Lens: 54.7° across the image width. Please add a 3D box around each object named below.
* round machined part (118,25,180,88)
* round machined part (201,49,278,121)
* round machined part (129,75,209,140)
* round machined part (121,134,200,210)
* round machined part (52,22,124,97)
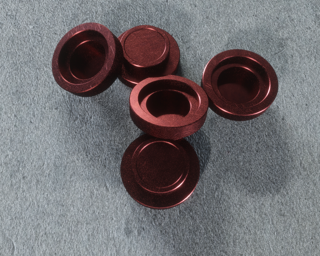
[{"bbox_3d":[-0.020,-0.105,0.438,0.099,0.042,0.098,0,70,-1],"label":"round machined part"},{"bbox_3d":[0.105,-0.054,0.421,0.099,0.042,0.098,0,70,-1],"label":"round machined part"},{"bbox_3d":[0.011,-0.022,0.397,0.099,0.042,0.098,2,47,-2],"label":"round machined part"},{"bbox_3d":[0.000,0.049,0.382,0.099,0.042,0.098,0,70,-1],"label":"round machined part"},{"bbox_3d":[-0.093,-0.088,0.420,0.098,0.042,0.098,-5,76,20],"label":"round machined part"}]
